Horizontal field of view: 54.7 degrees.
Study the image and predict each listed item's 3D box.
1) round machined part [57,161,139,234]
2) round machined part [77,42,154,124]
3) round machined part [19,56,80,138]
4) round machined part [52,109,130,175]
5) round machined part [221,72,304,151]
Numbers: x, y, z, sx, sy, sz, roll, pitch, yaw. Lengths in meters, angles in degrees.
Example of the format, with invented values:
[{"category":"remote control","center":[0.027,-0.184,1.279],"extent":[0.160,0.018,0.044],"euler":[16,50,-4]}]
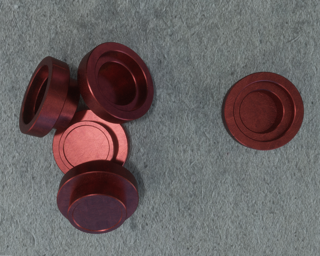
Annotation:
[{"category":"round machined part","center":[-0.075,0.091,0.378],"extent":[0.099,0.042,0.097],"euler":[-4,123,-6]},{"category":"round machined part","center":[-0.058,-0.052,0.384],"extent":[0.099,0.042,0.098],"euler":[15,67,-40]},{"category":"round machined part","center":[-0.133,-0.035,0.382],"extent":[0.042,0.098,0.098],"euler":[20,90,-37]},{"category":"round machined part","center":[-0.091,0.024,0.401],"extent":[0.099,0.042,0.097],"euler":[0,90,0]},{"category":"round machined part","center":[0.129,-0.021,0.402],"extent":[0.099,0.042,0.097],"euler":[0,90,0]}]
